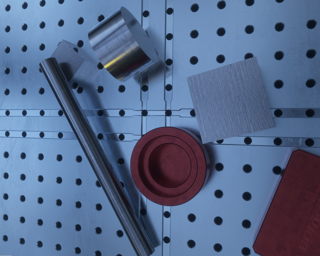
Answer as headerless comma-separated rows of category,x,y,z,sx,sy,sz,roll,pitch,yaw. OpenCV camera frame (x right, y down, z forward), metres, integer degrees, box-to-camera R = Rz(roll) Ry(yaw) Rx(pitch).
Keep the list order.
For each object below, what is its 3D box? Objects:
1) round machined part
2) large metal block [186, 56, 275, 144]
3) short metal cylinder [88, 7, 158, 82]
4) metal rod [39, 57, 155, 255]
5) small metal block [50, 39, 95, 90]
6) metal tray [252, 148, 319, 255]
round machined part,0.015,0.047,0.397,0.098,0.042,0.097,0,90,19
large metal block,0.085,-0.030,0.369,0.080,0.050,0.080,-15,85,19
short metal cylinder,-0.046,-0.106,0.399,0.050,0.080,0.080,-29,81,17
metal rod,-0.088,0.039,0.427,0.025,0.025,0.299,-29,86,17
small metal block,-0.134,-0.093,0.458,0.050,0.025,0.050,44,103,14
metal tray,0.171,0.098,0.350,0.090,0.030,0.129,22,97,18
